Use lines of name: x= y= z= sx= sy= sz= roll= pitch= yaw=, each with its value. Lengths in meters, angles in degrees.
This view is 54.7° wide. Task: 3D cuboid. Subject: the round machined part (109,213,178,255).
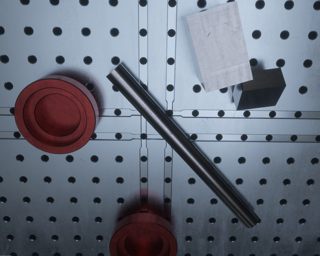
round machined part: x=-0.024 y=0.168 z=0.466 sx=0.099 sy=0.042 sz=0.097 roll=0 pitch=110 yaw=0

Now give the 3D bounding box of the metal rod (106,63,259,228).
metal rod: x=0.040 y=0.034 z=0.426 sx=0.025 sy=0.025 sz=0.300 roll=-39 pitch=106 yaw=13

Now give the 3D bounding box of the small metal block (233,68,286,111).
small metal block: x=0.120 y=-0.047 z=0.382 sx=0.050 sy=0.050 sz=0.025 roll=-7 pitch=66 yaw=2

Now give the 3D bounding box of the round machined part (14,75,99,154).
round machined part: x=-0.128 y=-0.019 z=0.396 sx=0.099 sy=0.042 sz=0.097 roll=0 pitch=110 yaw=0

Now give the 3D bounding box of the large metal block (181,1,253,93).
large metal block: x=0.062 y=-0.093 z=0.350 sx=0.050 sy=0.080 sz=0.080 roll=-16 pitch=109 yaw=6
